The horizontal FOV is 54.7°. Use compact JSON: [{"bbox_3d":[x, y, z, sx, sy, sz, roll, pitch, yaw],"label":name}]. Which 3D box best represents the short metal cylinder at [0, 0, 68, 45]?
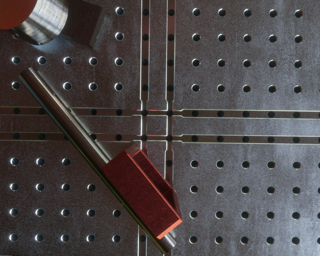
[{"bbox_3d":[-0.164,-0.151,0.386,0.080,0.050,0.080,-3,81,21],"label":"short metal cylinder"}]

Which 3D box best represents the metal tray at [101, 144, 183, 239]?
[{"bbox_3d":[-0.017,0.064,0.361,0.030,0.130,0.090,-39,90,0],"label":"metal tray"}]

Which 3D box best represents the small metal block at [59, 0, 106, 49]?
[{"bbox_3d":[-0.106,-0.141,0.412,0.050,0.025,0.050,20,90,0],"label":"small metal block"}]

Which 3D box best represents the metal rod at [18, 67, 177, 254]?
[{"bbox_3d":[-0.082,0.043,0.412,0.025,0.025,0.300,-39,90,0],"label":"metal rod"}]
